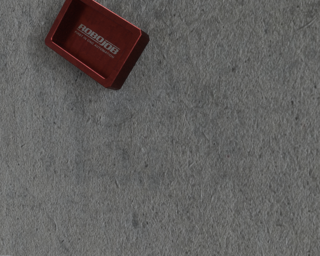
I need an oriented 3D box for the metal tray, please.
[{"bbox_3d":[-0.091,-0.124,0.438,0.130,0.030,0.090,36,101,16],"label":"metal tray"}]
